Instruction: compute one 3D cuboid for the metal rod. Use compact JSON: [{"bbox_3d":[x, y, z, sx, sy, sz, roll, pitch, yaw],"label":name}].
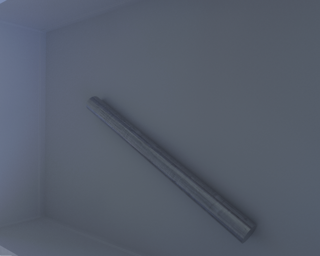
[{"bbox_3d":[-0.006,0.037,0.409,0.300,0.025,0.025,37,113,33],"label":"metal rod"}]
